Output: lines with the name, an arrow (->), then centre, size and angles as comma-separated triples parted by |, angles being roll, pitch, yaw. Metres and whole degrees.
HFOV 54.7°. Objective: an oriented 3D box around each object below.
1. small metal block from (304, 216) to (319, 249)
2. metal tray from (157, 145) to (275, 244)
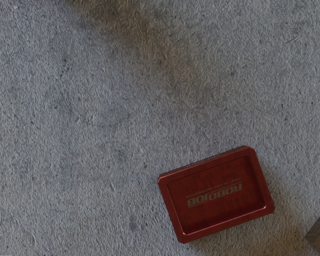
small metal block -> 0.233, 0.144, 0.412 | 0.050, 0.025, 0.050 | 37, 90, 0
metal tray -> 0.072, 0.085, 0.407 | 0.131, 0.030, 0.090 | -19, 90, 0
